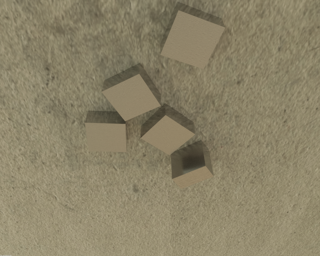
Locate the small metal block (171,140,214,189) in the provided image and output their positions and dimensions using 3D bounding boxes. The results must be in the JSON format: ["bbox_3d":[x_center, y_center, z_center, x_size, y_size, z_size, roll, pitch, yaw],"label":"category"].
[{"bbox_3d":[0.044,0.051,0.435,0.050,0.050,0.025,-25,126,19],"label":"small metal block"}]

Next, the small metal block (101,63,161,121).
[{"bbox_3d":[-0.033,-0.042,0.371,0.050,0.025,0.050,-23,127,17],"label":"small metal block"}]

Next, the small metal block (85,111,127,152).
[{"bbox_3d":[-0.069,0.005,0.411,0.050,0.025,0.050,2,130,-2],"label":"small metal block"}]

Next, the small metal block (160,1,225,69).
[{"bbox_3d":[0.033,-0.096,0.326,0.050,0.025,0.050,15,128,-13],"label":"small metal block"}]

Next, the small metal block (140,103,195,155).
[{"bbox_3d":[0.010,0.003,0.410,0.050,0.025,0.050,32,123,-25],"label":"small metal block"}]
